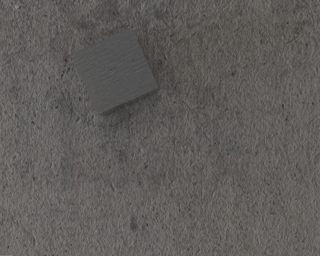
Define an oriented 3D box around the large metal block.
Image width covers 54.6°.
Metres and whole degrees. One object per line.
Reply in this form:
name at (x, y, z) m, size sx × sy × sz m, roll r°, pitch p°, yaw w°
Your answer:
large metal block at (-0.055, -0.069, 0.397) m, size 0.080 × 0.050 × 0.080 m, roll -24°, pitch 90°, yaw 0°
